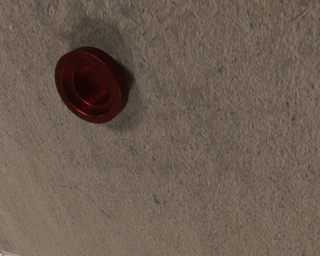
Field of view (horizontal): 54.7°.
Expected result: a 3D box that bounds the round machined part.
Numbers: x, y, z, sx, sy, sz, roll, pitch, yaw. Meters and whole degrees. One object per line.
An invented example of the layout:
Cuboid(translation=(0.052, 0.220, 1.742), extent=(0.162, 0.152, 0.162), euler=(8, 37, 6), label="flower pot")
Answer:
Cuboid(translation=(-0.083, -0.058, 0.402), extent=(0.098, 0.042, 0.097), euler=(13, 124, 20), label="round machined part")
